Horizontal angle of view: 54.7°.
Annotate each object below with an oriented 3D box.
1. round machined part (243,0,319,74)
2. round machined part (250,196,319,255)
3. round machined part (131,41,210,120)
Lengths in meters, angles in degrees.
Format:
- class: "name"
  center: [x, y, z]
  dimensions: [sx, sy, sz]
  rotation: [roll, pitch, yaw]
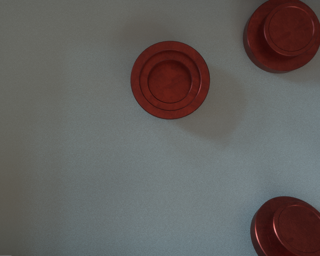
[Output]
- class: "round machined part"
  center: [0.163, -0.123, 0.405]
  dimensions: [0.099, 0.042, 0.097]
  rotation: [0, 90, -1]
- class: "round machined part"
  center: [0.166, 0.130, 0.381]
  dimensions: [0.099, 0.042, 0.098]
  rotation: [3, 54, -3]
- class: "round machined part"
  center: [0.013, -0.059, 0.403]
  dimensions: [0.099, 0.042, 0.097]
  rotation: [0, 90, -1]
